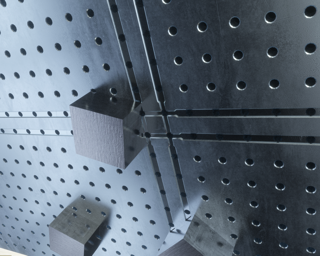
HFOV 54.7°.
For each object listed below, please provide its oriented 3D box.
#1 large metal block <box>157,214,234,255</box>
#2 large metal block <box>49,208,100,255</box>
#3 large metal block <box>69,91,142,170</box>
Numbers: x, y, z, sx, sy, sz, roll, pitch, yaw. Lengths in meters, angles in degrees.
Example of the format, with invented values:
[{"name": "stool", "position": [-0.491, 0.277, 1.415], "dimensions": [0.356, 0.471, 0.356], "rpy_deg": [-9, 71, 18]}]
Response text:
[{"name": "large metal block", "position": [0.054, 0.195, 0.486], "dimensions": [0.080, 0.050, 0.080], "rpy_deg": [40, 129, 0]}, {"name": "large metal block", "position": [-0.171, 0.219, 0.617], "dimensions": [0.080, 0.050, 0.079], "rpy_deg": [22, 127, 14]}, {"name": "large metal block", "position": [-0.073, 0.002, 0.433], "dimensions": [0.080, 0.050, 0.079], "rpy_deg": [15, 125, 19]}]
